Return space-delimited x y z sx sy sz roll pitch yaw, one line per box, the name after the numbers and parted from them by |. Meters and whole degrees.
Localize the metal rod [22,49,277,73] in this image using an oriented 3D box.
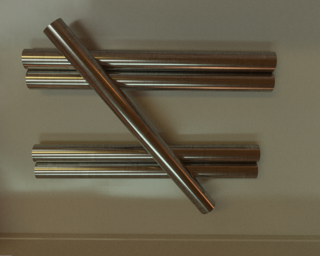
-0.012 -0.082 0.379 0.302 0.025 0.025 1 110 -1 | metal rod

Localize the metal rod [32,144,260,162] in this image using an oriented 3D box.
-0.018 0.034 0.422 0.302 0.025 0.025 0 110 -1 | metal rod

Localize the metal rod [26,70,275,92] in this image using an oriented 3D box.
-0.011 -0.059 0.387 0.302 0.025 0.025 1 110 -1 | metal rod

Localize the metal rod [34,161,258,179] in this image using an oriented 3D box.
-0.018 0.058 0.430 0.302 0.025 0.025 0 110 -1 | metal rod

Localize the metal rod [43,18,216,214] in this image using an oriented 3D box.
-0.026 -0.003 0.382 0.025 0.025 0.300 -36 106 12 | metal rod
